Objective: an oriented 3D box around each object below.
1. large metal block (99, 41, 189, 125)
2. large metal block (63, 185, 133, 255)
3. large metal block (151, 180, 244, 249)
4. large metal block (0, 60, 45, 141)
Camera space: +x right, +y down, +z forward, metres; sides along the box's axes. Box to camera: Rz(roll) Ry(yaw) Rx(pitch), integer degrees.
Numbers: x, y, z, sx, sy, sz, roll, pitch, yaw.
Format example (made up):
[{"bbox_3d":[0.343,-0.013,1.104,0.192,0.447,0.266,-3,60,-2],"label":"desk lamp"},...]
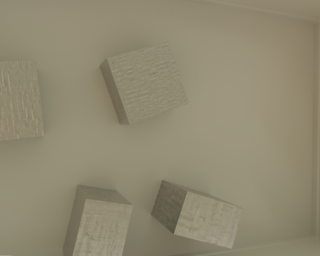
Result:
[{"bbox_3d":[-0.021,-0.055,0.390,0.081,0.050,0.080,-21,97,-19],"label":"large metal block"},{"bbox_3d":[-0.074,0.115,0.355,0.050,0.080,0.080,14,85,-20],"label":"large metal block"},{"bbox_3d":[0.045,0.108,0.399,0.080,0.080,0.050,21,83,-19],"label":"large metal block"},{"bbox_3d":[-0.172,-0.027,0.334,0.081,0.050,0.079,-7,93,-20],"label":"large metal block"}]
